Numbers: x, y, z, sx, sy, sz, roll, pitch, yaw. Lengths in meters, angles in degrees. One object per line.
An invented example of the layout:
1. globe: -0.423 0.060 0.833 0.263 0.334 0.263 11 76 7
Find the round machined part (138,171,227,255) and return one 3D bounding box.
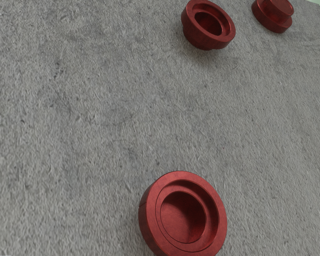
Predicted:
1. round machined part: 0.021 0.100 0.343 0.099 0.042 0.098 14 56 -21

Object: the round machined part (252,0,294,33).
1. round machined part: 0.258 -0.263 0.692 0.099 0.042 0.098 14 56 -21

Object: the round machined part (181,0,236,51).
1. round machined part: 0.080 -0.175 0.542 0.099 0.042 0.098 14 56 -21
